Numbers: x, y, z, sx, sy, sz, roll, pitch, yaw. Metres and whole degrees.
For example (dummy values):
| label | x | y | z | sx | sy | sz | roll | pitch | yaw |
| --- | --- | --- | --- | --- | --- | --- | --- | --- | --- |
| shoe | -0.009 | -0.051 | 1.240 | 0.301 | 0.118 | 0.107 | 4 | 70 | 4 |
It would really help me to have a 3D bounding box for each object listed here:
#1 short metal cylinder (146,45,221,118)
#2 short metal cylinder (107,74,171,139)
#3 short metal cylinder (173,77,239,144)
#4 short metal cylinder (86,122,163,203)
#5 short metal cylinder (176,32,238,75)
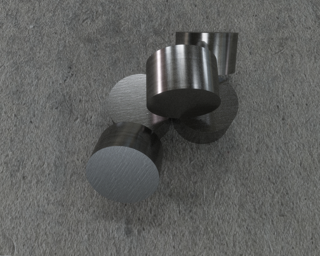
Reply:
| label | x | y | z | sx | sy | sz | roll | pitch | yaw |
| --- | --- | --- | --- | --- | --- | --- | --- | --- | --- |
| short metal cylinder | 0.025 | -0.048 | 0.345 | 0.081 | 0.080 | 0.050 | -1 | 70 | -1 |
| short metal cylinder | -0.024 | -0.023 | 0.403 | 0.081 | 0.050 | 0.080 | 0 | 70 | 0 |
| short metal cylinder | 0.057 | -0.024 | 0.405 | 0.081 | 0.050 | 0.080 | 0 | 70 | 0 |
| short metal cylinder | -0.038 | 0.040 | 0.358 | 0.080 | 0.079 | 0.050 | 7 | 31 | 2 |
| short metal cylinder | 0.061 | -0.101 | 0.410 | 0.081 | 0.080 | 0.050 | 1 | 108 | 0 |
